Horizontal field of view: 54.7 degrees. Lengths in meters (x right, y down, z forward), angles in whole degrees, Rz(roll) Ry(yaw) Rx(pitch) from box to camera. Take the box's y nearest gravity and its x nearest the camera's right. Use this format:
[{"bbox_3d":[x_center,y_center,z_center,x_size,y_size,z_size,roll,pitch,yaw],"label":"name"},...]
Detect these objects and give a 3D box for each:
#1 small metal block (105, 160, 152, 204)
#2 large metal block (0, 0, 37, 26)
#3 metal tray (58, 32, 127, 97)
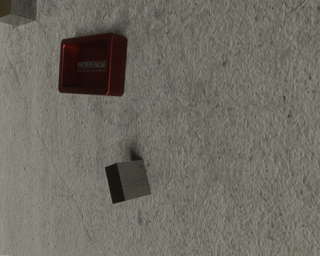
[{"bbox_3d":[-0.043,0.073,0.424,0.025,0.050,0.050,-24,75,38],"label":"small metal block"},{"bbox_3d":[-0.297,-0.261,0.634,0.080,0.050,0.079,5,93,40],"label":"large metal block"},{"bbox_3d":[-0.110,-0.098,0.492,0.130,0.030,0.089,8,95,39],"label":"metal tray"}]
